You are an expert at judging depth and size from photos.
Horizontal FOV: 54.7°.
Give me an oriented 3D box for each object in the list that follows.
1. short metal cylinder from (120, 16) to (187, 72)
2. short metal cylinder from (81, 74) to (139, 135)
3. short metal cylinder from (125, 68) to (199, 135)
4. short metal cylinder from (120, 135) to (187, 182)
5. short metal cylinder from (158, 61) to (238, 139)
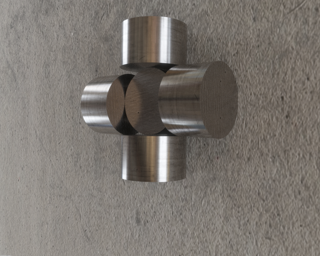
[{"bbox_3d":[-0.008,-0.097,0.374,0.080,0.081,0.050,2,92,39],"label":"short metal cylinder"},{"bbox_3d":[-0.058,-0.031,0.416,0.050,0.081,0.079,3,92,40],"label":"short metal cylinder"},{"bbox_3d":[0.002,-0.032,0.387,0.080,0.050,0.079,0,90,39],"label":"short metal cylinder"},{"bbox_3d":[-0.008,0.034,0.375,0.080,0.081,0.050,1,90,39],"label":"short metal cylinder"},{"bbox_3d":[0.043,-0.030,0.334,0.050,0.081,0.079,3,92,40],"label":"short metal cylinder"}]
